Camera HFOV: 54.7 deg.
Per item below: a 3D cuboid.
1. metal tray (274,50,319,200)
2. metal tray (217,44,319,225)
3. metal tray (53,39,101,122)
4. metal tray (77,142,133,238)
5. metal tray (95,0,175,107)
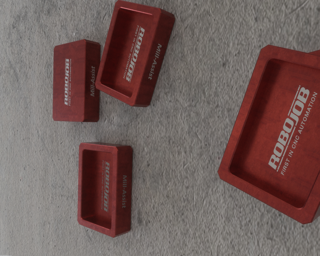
[{"bbox_3d":[0.158,-0.005,0.271,0.090,0.030,0.129,-10,83,39],"label":"metal tray"},{"bbox_3d":[0.113,0.003,0.268,0.090,0.030,0.129,27,107,37],"label":"metal tray"},{"bbox_3d":[-0.141,-0.075,0.518,0.090,0.030,0.129,2,92,40],"label":"metal tray"},{"bbox_3d":[-0.085,0.089,0.472,0.090,0.030,0.129,3,92,40],"label":"metal tray"},{"bbox_3d":[-0.039,-0.104,0.433,0.090,0.030,0.129,28,107,36],"label":"metal tray"}]
